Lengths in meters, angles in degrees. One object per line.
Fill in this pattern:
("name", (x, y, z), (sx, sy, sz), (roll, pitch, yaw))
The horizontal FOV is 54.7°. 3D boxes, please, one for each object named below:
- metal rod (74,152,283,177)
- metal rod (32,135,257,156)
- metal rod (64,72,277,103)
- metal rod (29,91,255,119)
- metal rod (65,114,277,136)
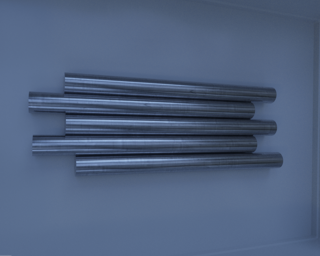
("metal rod", (0.040, 0.048, 0.425), (0.303, 0.025, 0.025), (1, 90, -21))
("metal rod", (-0.004, 0.022, 0.408), (0.303, 0.025, 0.025), (1, 90, -21))
("metal rod", (0.028, -0.052, 0.420), (0.303, 0.025, 0.025), (1, 90, -21))
("metal rod", (-0.008, -0.028, 0.407), (0.303, 0.025, 0.025), (1, 90, -21))
("metal rod", (0.029, -0.002, 0.421), (0.303, 0.025, 0.025), (1, 90, -21))
